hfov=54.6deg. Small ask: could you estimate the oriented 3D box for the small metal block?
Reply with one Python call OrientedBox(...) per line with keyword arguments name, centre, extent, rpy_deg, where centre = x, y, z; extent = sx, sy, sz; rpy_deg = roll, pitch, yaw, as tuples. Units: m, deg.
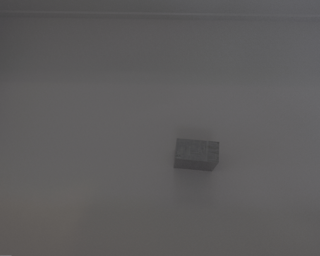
OrientedBox(name="small metal block", centre=(0.044, 0.034, 0.384), extent=(0.050, 0.050, 0.025), rpy_deg=(5, 70, 2))
